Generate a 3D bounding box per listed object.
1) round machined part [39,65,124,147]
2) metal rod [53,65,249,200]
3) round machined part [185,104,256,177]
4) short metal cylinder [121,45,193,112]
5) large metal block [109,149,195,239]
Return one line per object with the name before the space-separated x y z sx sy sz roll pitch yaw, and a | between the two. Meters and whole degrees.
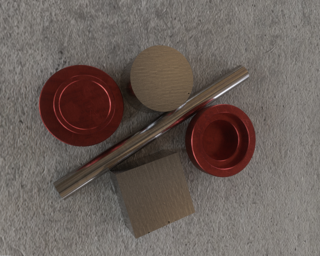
round machined part | -0.091 -0.026 0.367 0.099 0.042 0.097 0 90 -20
metal rod | 0.001 -0.003 0.411 0.302 0.025 0.025 -33 101 -17
round machined part | 0.079 0.017 0.430 0.099 0.042 0.097 0 90 -20
short metal cylinder | -0.005 -0.059 0.394 0.081 0.050 0.079 0 90 -20
large metal block | -0.012 0.079 0.393 0.081 0.050 0.080 -18 96 -19
